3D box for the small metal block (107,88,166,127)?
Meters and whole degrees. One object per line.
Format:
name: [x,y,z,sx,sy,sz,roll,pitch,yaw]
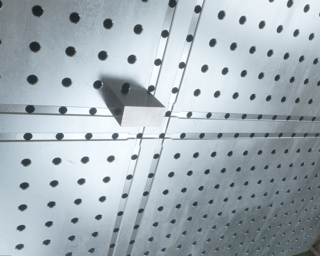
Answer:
small metal block: [-0.029,-0.024,0.366,0.050,0.050,0.025,0,119,-29]
